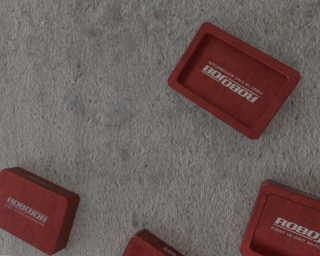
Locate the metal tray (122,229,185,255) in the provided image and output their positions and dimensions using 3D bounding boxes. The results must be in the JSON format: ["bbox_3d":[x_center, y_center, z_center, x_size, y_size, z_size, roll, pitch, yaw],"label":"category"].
[{"bbox_3d":[0.005,0.207,0.404,0.130,0.030,0.090,29,99,17],"label":"metal tray"}]

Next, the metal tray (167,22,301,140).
[{"bbox_3d":[0.086,-0.057,0.375,0.130,0.030,0.090,35,101,16],"label":"metal tray"}]

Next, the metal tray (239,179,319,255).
[{"bbox_3d":[0.167,0.123,0.347,0.130,0.030,0.089,19,96,18],"label":"metal tray"}]

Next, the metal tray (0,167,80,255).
[{"bbox_3d":[-0.195,0.124,0.475,0.130,0.030,0.089,19,96,18],"label":"metal tray"}]
